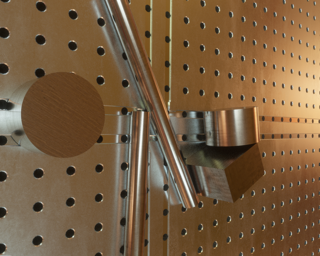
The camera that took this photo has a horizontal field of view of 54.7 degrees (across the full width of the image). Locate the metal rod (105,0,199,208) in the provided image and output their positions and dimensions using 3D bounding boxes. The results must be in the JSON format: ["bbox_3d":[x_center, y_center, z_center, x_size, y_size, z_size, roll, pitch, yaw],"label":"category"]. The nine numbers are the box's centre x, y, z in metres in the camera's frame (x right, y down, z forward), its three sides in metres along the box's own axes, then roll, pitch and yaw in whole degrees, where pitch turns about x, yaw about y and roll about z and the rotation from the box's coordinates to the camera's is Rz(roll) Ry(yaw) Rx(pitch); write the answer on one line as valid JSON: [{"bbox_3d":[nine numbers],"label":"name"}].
[{"bbox_3d":[-0.005,-0.026,0.404,0.025,0.025,0.298,-32,110,-35],"label":"metal rod"}]

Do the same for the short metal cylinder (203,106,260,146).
[{"bbox_3d":[0.106,-0.004,0.462,0.081,0.080,0.050,-9,96,-40],"label":"short metal cylinder"}]

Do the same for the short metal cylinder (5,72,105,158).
[{"bbox_3d":[-0.103,-0.012,0.307,0.081,0.050,0.079,0,90,-40],"label":"short metal cylinder"}]

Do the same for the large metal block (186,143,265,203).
[{"bbox_3d":[0.091,0.059,0.450,0.081,0.080,0.050,-29,109,-36],"label":"large metal block"}]

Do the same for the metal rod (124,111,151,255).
[{"bbox_3d":[-0.031,0.129,0.383,0.025,0.025,0.298,4,87,-40],"label":"metal rod"}]
